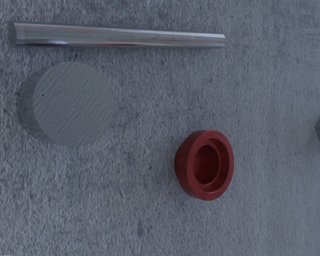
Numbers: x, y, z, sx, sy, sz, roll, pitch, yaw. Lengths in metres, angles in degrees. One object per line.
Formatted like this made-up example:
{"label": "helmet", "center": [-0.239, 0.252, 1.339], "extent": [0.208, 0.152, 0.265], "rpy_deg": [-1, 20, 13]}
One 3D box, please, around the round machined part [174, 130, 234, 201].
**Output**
{"label": "round machined part", "center": [0.059, 0.052, 0.443], "extent": [0.099, 0.042, 0.097], "rpy_deg": [0, 90, -40]}

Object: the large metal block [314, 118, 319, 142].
{"label": "large metal block", "center": [0.421, 0.014, 0.721], "extent": [0.050, 0.080, 0.080], "rpy_deg": [-46, 118, -30]}

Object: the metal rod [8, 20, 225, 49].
{"label": "metal rod", "center": [-0.023, -0.111, 0.384], "extent": [0.302, 0.025, 0.025], "rpy_deg": [-12, 98, -39]}

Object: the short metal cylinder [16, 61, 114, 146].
{"label": "short metal cylinder", "center": [-0.094, -0.023, 0.310], "extent": [0.081, 0.050, 0.080], "rpy_deg": [0, 90, -40]}
